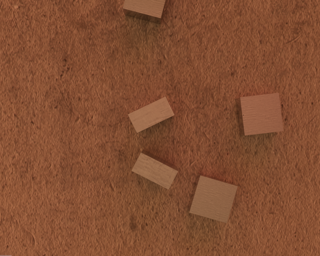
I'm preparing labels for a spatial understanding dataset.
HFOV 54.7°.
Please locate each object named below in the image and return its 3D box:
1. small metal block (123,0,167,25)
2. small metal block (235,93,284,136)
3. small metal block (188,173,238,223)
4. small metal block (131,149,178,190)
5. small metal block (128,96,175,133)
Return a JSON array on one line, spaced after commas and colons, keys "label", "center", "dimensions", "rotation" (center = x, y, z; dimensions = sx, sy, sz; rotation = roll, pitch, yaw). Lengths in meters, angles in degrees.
[{"label": "small metal block", "center": [-0.017, -0.171, 0.410], "dimensions": [0.050, 0.025, 0.050], "rotation": [15, 90, 0]}, {"label": "small metal block", "center": [0.131, -0.018, 0.411], "dimensions": [0.050, 0.025, 0.050], "rotation": [-7, 90, 0]}, {"label": "small metal block", "center": [0.069, 0.092, 0.410], "dimensions": [0.050, 0.025, 0.050], "rotation": [16, 90, 0]}, {"label": "small metal block", "center": [-0.006, 0.052, 0.397], "dimensions": [0.050, 0.050, 0.025], "rotation": [27, 90, 0]}, {"label": "small metal block", "center": [-0.011, -0.016, 0.397], "dimensions": [0.050, 0.050, 0.025], "rotation": [-26, 90, 0]}]
